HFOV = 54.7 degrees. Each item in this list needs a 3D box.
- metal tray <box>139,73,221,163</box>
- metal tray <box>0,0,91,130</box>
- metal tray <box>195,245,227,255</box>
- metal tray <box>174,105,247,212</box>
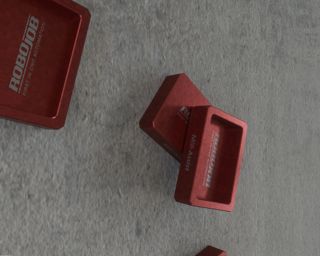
[{"bbox_3d":[0.041,-0.002,0.438,0.130,0.030,0.090,43,64,-32],"label":"metal tray"},{"bbox_3d":[-0.126,-0.071,0.296,0.091,0.030,0.129,18,78,-39],"label":"metal tray"},{"bbox_3d":[0.069,0.257,0.462,0.091,0.030,0.129,-19,103,-39],"label":"metal tray"},{"bbox_3d":[0.073,0.043,0.425,0.091,0.030,0.129,20,77,-39],"label":"metal tray"}]
